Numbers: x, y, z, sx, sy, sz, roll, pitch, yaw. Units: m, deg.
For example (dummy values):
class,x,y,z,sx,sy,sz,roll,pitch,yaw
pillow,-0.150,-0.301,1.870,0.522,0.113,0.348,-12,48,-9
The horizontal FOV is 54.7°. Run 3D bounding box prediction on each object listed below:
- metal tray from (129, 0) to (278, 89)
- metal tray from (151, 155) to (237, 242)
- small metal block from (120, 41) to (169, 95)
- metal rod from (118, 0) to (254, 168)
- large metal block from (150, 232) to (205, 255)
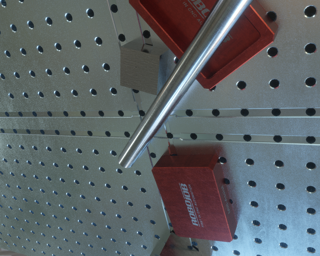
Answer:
class,x,y,z,sx,sy,sz,roll,pitch,yaw
metal tray,0.042,-0.115,0.313,0.130,0.030,0.090,48,128,-6
metal tray,0.051,0.101,0.443,0.090,0.030,0.129,-5,116,30
small metal block,-0.020,-0.073,0.375,0.050,0.025,0.050,17,125,18
metal rod,0.007,-0.031,0.356,0.025,0.025,0.298,38,138,2
large metal block,0.025,0.237,0.527,0.080,0.050,0.079,36,129,4
